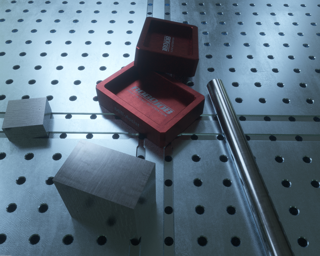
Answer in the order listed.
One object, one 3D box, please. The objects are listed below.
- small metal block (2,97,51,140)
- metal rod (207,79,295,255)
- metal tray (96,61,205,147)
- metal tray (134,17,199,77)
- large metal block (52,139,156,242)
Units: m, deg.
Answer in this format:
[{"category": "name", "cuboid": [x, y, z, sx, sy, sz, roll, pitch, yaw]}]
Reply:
[{"category": "small metal block", "cuboid": [-0.177, -0.013, 0.416, 0.050, 0.025, 0.050, -6, 50, -6]}, {"category": "metal rod", "cuboid": [0.104, 0.050, 0.367, 0.025, 0.025, 0.300, -6, 50, -6]}, {"category": "metal tray", "cuboid": [-0.014, -0.041, 0.438, 0.130, 0.030, 0.090, 35, 58, 25]}, {"category": "metal tray", "cuboid": [0.014, -0.132, 0.491, 0.091, 0.030, 0.130, 10, 39, -2]}, {"category": "large metal block", "cuboid": [-0.051, 0.065, 0.316, 0.080, 0.080, 0.050, 16, 52, 13]}]
